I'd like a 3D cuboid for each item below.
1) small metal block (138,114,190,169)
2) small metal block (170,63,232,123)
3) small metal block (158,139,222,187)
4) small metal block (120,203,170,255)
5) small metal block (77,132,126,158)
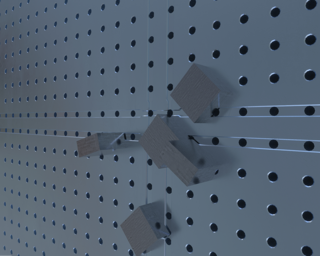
[{"bbox_3d":[0.006,0.017,0.406,0.050,0.025,0.050,51,120,28],"label":"small metal block"},{"bbox_3d":[0.048,-0.041,0.371,0.050,0.025,0.050,52,120,27],"label":"small metal block"},{"bbox_3d":[0.036,0.039,0.365,0.050,0.050,0.025,43,116,31],"label":"small metal block"},{"bbox_3d":[-0.022,0.141,0.429,0.050,0.025,0.050,-49,61,29],"label":"small metal block"},{"bbox_3d":[-0.088,0.025,0.467,0.050,0.050,0.025,-20,78,38],"label":"small metal block"}]
